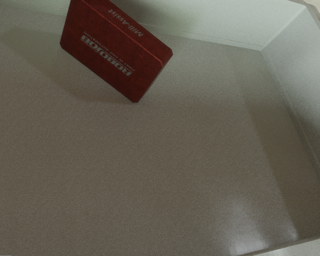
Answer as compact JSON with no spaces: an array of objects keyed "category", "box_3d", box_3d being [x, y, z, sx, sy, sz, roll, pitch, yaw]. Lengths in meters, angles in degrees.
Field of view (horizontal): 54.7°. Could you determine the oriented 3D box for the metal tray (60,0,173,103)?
[{"category":"metal tray","box_3d":[-0.059,-0.101,0.394,0.130,0.090,0.030,37,51,-4]}]
